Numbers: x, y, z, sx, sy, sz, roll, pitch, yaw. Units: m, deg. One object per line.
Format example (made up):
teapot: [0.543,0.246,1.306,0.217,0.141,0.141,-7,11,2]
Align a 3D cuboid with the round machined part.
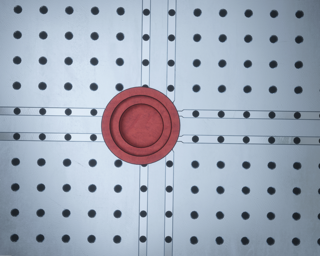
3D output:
round machined part: [-0.024,-0.003,0.405,0.099,0.042,0.097,0,90,0]
